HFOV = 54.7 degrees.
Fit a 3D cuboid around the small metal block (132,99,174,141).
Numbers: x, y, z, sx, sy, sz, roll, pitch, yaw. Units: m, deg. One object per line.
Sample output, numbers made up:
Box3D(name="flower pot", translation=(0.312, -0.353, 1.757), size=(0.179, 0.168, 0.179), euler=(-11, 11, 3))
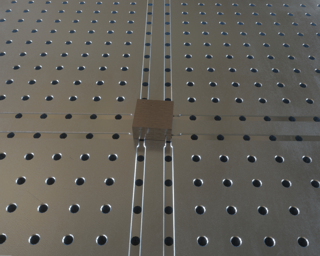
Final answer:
Box3D(name="small metal block", translation=(-0.008, -0.011, 0.417), size=(0.050, 0.025, 0.050), euler=(4, 50, 3))
